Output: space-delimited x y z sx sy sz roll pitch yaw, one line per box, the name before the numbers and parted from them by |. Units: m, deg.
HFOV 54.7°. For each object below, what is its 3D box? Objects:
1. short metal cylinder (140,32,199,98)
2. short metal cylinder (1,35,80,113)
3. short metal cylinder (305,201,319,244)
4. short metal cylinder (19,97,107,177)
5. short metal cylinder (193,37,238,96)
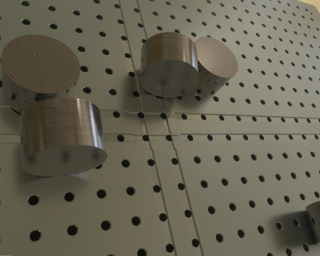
short metal cylinder | 0.013 -0.087 0.434 0.081 0.080 0.050 13 56 -22
short metal cylinder | -0.138 -0.059 0.355 0.081 0.050 0.080 14 56 -21
short metal cylinder | 0.254 0.130 0.433 0.081 0.080 0.050 8 58 -25
short metal cylinder | -0.098 0.012 0.314 0.081 0.080 0.050 0 62 -29
short metal cylinder | 0.077 -0.098 0.496 0.081 0.050 0.080 14 56 -21
